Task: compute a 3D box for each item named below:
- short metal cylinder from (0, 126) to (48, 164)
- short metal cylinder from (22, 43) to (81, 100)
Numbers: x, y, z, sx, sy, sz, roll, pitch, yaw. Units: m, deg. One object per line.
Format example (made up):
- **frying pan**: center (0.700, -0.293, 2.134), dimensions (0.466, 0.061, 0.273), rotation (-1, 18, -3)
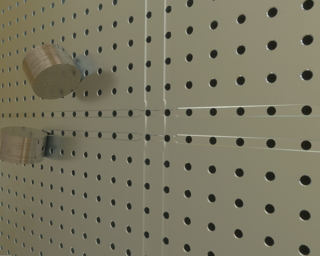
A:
- **short metal cylinder**: center (-0.258, 0.031, 0.582), dimensions (0.080, 0.081, 0.050), rotation (19, 102, 38)
- **short metal cylinder**: center (-0.181, -0.094, 0.520), dimensions (0.080, 0.081, 0.050), rotation (-49, 61, 29)
